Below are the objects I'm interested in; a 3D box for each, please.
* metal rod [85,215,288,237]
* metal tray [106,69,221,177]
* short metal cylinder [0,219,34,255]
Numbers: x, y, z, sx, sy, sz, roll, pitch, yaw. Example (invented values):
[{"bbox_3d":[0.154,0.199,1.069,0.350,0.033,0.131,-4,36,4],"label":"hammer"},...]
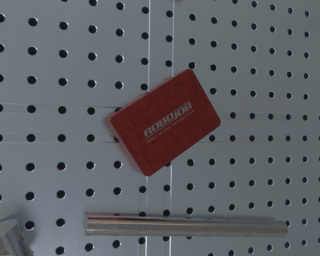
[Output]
[{"bbox_3d":[0.050,0.138,0.431,0.302,0.025,0.025,8,88,-20],"label":"metal rod"},{"bbox_3d":[0.007,-0.009,0.413,0.131,0.030,0.090,-34,101,-17],"label":"metal tray"},{"bbox_3d":[-0.177,0.138,0.318,0.081,0.080,0.050,-24,98,-19],"label":"short metal cylinder"}]
